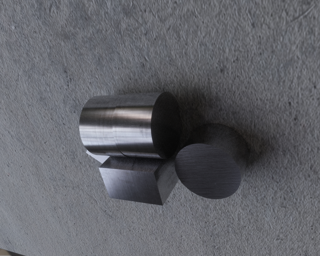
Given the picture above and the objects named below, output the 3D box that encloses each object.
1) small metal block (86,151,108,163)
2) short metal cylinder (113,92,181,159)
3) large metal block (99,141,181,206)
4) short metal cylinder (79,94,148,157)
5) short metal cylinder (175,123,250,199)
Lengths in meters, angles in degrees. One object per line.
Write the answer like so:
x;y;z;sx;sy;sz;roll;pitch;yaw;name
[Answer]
-0.078;0.028;0.468;0.050;0.025;0.050;33;129;6;small metal block
-0.013;-0.003;0.378;0.050;0.080;0.080;1;119;28;short metal cylinder
-0.021;0.054;0.418;0.080;0.080;0.050;1;119;28;large metal block
-0.058;-0.003;0.402;0.050;0.080;0.080;1;119;28;short metal cylinder
0.065;0.040;0.382;0.080;0.050;0.079;13;124;21;short metal cylinder
